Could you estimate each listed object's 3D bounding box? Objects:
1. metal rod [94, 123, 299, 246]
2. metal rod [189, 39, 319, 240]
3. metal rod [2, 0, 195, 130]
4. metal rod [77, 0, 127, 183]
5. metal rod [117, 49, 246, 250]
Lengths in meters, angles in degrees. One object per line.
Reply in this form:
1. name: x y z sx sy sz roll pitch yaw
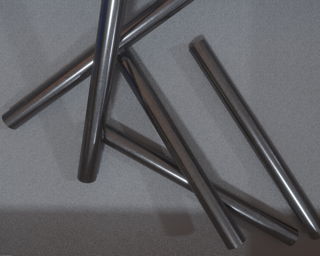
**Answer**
1. metal rod: 0.045 0.072 0.411 0.301 0.025 0.025 29 90 0
2. metal rod: 0.130 0.015 0.412 0.025 0.025 0.299 -33 90 0
3. metal rod: -0.075 -0.090 0.387 0.300 0.025 0.025 -33 90 9
4. metal rod: -0.064 -0.065 0.349 0.025 0.025 0.298 14 115 0
5. metal rod: 0.016 0.013 0.393 0.025 0.025 0.299 -31 83 0
